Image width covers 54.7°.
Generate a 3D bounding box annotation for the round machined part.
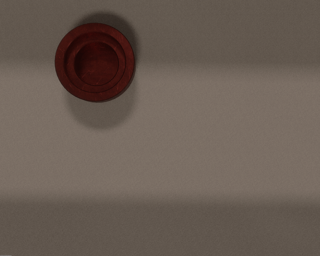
[{"bbox_3d":[-0.080,-0.081,0.402,0.099,0.042,0.097,0,90,-1],"label":"round machined part"}]
